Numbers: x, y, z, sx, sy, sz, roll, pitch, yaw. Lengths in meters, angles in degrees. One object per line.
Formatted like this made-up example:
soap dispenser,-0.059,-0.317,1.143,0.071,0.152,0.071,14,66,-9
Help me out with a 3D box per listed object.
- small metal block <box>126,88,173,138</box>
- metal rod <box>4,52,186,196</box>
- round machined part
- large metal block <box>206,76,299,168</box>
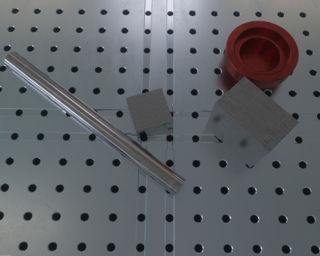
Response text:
small metal block,-0.014,-0.020,0.419,0.050,0.025,0.050,-16,71,-6
metal rod,-0.094,-0.013,0.415,0.300,0.025,0.025,36,74,12
round machined part,0.139,-0.099,0.440,0.099,0.042,0.098,0,70,0
large metal block,0.109,-0.004,0.385,0.050,0.080,0.080,-42,75,-14
